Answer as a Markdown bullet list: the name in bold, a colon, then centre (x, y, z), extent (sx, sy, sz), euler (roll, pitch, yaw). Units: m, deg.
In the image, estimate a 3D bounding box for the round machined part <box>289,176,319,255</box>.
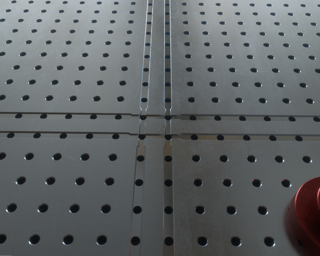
- **round machined part**: centre (0.192, 0.092, 0.322), extent (0.099, 0.042, 0.098), euler (0, 50, 0)
